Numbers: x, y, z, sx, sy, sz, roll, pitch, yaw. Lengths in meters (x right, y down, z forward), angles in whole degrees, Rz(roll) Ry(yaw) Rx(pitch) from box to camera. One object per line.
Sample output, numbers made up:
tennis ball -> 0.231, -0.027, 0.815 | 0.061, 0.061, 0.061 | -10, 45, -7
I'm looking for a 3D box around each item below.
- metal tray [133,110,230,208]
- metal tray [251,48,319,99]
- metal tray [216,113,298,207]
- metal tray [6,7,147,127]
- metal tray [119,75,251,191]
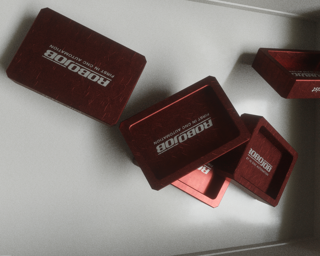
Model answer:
metal tray -> 0.041, 0.040, 0.422 | 0.130, 0.030, 0.090 | 32, 80, -17
metal tray -> 0.214, -0.081, 0.455 | 0.131, 0.090, 0.030 | -3, 131, -20
metal tray -> 0.141, 0.048, 0.435 | 0.130, 0.030, 0.090 | 35, 78, -38
metal tray -> -0.093, -0.068, 0.360 | 0.131, 0.030, 0.090 | 26, 81, -7
metal tray -> 0.029, 0.006, 0.373 | 0.131, 0.030, 0.090 | -28, 80, -6
